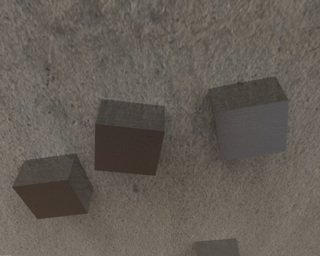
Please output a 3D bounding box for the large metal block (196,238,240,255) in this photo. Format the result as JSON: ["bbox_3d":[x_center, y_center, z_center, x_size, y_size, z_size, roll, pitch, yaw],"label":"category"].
[{"bbox_3d":[0.115,0.267,0.600,0.080,0.080,0.050,-7,130,5],"label":"large metal block"}]

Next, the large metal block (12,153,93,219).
[{"bbox_3d":[-0.156,0.089,0.464,0.080,0.050,0.080,-8,130,6],"label":"large metal block"}]

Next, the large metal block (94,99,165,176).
[{"bbox_3d":[-0.040,0.013,0.402,0.081,0.050,0.079,6,130,-6],"label":"large metal block"}]

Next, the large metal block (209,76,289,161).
[{"bbox_3d":[0.109,-0.010,0.384,0.080,0.050,0.080,-10,130,8],"label":"large metal block"}]
